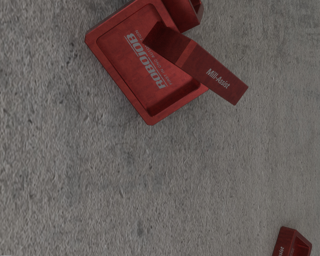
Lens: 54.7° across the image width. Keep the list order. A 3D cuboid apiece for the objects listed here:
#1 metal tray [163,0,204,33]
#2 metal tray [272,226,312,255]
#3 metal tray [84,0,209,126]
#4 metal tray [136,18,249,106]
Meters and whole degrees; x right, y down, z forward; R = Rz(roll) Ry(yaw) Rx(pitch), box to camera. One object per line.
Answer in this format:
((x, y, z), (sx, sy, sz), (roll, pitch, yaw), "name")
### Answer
((0.012, -0.191, 0.382), (0.130, 0.030, 0.090), (58, 26, -24), "metal tray")
((0.256, 0.275, 0.615), (0.090, 0.030, 0.130), (41, 65, -32), "metal tray")
((-0.012, -0.077, 0.359), (0.090, 0.030, 0.130), (-33, 117, 6), "metal tray")
((0.042, -0.079, 0.380), (0.131, 0.090, 0.030), (22, 106, -47), "metal tray")
